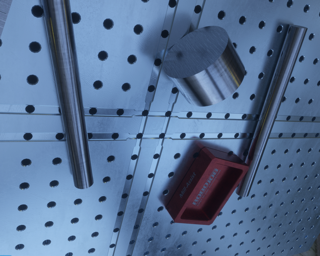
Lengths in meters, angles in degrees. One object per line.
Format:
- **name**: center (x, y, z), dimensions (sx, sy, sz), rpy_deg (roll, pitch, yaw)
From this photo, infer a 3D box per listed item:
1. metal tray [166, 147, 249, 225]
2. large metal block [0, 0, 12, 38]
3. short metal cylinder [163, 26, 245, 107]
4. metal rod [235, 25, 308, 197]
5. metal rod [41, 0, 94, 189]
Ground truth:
- **metal tray**: center (0.079, 0.101, 0.515), dimensions (0.091, 0.030, 0.129), rpy_deg (17, 109, -35)
- **large metal block**: center (-0.155, -0.122, 0.235), dimensions (0.081, 0.050, 0.080), rpy_deg (15, 110, -35)
- **short metal cylinder**: center (0.051, -0.072, 0.361), dimensions (0.080, 0.080, 0.050), rpy_deg (-42, 130, 0)
- **metal rod**: center (0.172, -0.011, 0.500), dimensions (0.025, 0.025, 0.298), rpy_deg (-6, 121, -26)
- **metal rod**: center (-0.097, -0.056, 0.324), dimensions (0.025, 0.025, 0.298), rpy_deg (-13, 124, -22)
